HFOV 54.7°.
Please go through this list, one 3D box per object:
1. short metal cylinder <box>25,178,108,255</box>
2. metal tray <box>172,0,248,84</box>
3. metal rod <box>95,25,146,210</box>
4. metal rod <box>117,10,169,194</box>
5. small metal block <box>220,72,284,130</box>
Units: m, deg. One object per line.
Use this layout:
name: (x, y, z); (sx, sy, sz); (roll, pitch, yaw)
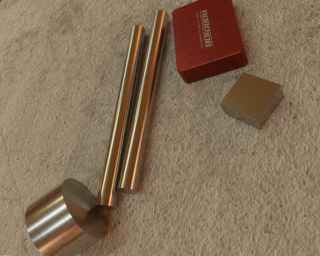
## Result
short metal cylinder: (-0.106, 0.105, 0.358); (0.050, 0.080, 0.080); (-35, 52, 5)
metal tray: (0.068, -0.133, 0.446); (0.090, 0.030, 0.130); (-15, 56, 19)
metal rod: (-0.051, -0.033, 0.449); (0.025, 0.025, 0.299); (-7, 58, 24)
metal rod: (-0.018, -0.055, 0.445); (0.025, 0.025, 0.299); (-5, 59, 25)
small metal block: (0.109, -0.033, 0.366); (0.050, 0.025, 0.050); (30, 78, 37)
